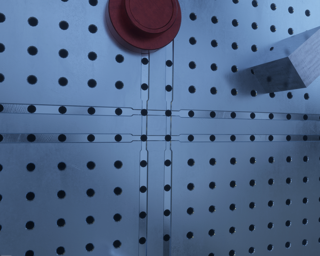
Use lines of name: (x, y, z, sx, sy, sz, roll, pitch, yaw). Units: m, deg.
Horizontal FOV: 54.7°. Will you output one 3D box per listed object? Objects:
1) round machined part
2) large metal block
round machined part: (-0.017, -0.149, 0.397, 0.099, 0.042, 0.097, 0, 90, -20)
large metal block: (0.197, -0.098, 0.456, 0.080, 0.080, 0.050, -40, 103, -16)
